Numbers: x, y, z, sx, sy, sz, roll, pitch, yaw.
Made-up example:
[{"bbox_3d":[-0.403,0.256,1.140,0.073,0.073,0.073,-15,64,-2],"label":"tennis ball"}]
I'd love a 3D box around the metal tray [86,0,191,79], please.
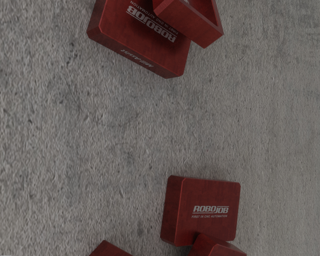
[{"bbox_3d":[-0.017,-0.127,0.386,0.131,0.030,0.090,22,76,-38],"label":"metal tray"}]

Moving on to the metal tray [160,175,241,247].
[{"bbox_3d":[0.064,0.120,0.455,0.131,0.030,0.090,13,82,-39],"label":"metal tray"}]

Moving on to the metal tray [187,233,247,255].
[{"bbox_3d":[0.060,0.220,0.430,0.090,0.030,0.130,34,82,-39],"label":"metal tray"}]

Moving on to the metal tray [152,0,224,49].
[{"bbox_3d":[0.031,-0.173,0.390,0.091,0.030,0.130,22,50,-38],"label":"metal tray"}]

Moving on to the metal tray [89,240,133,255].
[{"bbox_3d":[-0.019,0.191,0.346,0.030,0.090,0.130,-43,116,-31],"label":"metal tray"}]
